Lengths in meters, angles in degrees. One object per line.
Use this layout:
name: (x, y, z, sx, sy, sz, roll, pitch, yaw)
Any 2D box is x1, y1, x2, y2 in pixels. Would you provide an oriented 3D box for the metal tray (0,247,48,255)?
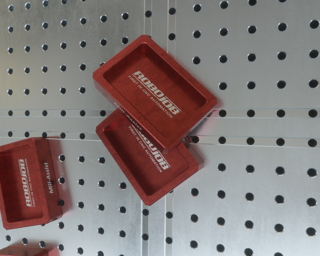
metal tray: (-0.219, 0.260, 0.488, 0.090, 0.030, 0.129, -5, 88, 20)

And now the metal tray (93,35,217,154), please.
metal tray: (-0.007, -0.044, 0.385, 0.130, 0.030, 0.090, 44, 73, 9)

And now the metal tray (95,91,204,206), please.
metal tray: (-0.016, 0.025, 0.415, 0.090, 0.030, 0.130, -39, 78, 15)

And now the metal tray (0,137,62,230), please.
metal tray: (-0.210, 0.086, 0.485, 0.090, 0.030, 0.129, -14, 85, 19)
